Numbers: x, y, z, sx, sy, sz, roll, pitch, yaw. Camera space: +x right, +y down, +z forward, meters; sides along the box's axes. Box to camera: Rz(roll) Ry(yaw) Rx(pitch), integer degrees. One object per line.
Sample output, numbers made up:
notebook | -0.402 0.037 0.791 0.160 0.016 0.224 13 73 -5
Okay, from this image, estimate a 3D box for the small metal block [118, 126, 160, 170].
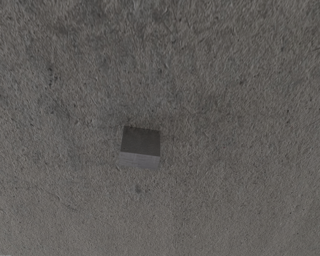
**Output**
small metal block | -0.026 0.026 0.412 0.050 0.050 0.025 8 130 -7
